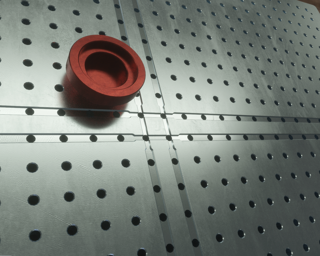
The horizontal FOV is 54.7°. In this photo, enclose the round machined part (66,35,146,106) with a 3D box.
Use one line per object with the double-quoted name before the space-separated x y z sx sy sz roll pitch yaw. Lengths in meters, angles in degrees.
"round machined part" -0.072 -0.070 0.402 0.099 0.042 0.098 14 56 -21
